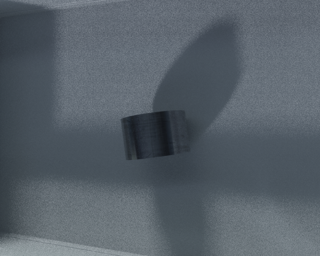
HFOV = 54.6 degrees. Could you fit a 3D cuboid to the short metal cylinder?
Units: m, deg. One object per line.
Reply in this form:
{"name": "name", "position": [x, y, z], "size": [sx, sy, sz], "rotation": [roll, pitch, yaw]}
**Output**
{"name": "short metal cylinder", "position": [-0.005, 0.009, 0.384], "size": [0.080, 0.080, 0.050], "rotation": [-9, 87, 20]}
